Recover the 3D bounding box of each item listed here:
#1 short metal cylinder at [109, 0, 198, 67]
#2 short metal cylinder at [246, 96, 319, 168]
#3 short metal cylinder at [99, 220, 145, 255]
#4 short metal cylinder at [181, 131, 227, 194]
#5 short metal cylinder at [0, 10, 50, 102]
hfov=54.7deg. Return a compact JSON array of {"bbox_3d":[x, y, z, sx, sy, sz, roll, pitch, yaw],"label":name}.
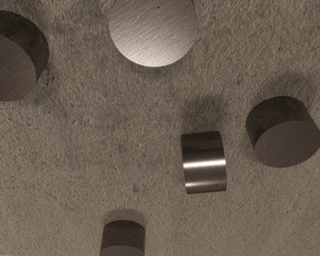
[{"bbox_3d":[-0.006,-0.107,0.300,0.081,0.050,0.079,0,130,0],"label":"short metal cylinder"},{"bbox_3d":[0.156,0.006,0.398,0.081,0.050,0.079,0,130,0],"label":"short metal cylinder"},{"bbox_3d":[-0.068,0.214,0.572,0.081,0.050,0.079,0,130,0],"label":"short metal cylinder"},{"bbox_3d":[0.057,0.046,0.411,0.050,0.080,0.080,-6,130,4],"label":"short metal cylinder"},{"bbox_3d":[-0.164,-0.075,0.325,0.081,0.050,0.079,0,130,0],"label":"short metal cylinder"}]
